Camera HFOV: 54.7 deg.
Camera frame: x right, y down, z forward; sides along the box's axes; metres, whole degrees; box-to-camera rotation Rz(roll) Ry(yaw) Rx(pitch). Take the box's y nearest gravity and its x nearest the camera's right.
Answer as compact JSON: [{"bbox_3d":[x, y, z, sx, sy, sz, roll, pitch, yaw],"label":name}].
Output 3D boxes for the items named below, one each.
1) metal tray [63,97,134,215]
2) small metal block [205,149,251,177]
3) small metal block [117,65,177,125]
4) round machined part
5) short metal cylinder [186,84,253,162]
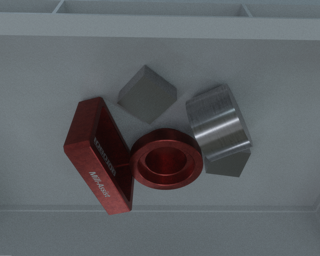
[{"bbox_3d":[-0.069,0.037,0.395,0.030,0.090,0.129,-13,129,11],"label":"metal tray"},{"bbox_3d":[0.095,0.042,0.444,0.050,0.025,0.050,8,129,-6],"label":"small metal block"},{"bbox_3d":[-0.015,-0.039,0.373,0.050,0.025,0.050,34,123,-24],"label":"small metal block"},{"bbox_3d":[0.008,0.038,0.427,0.099,0.042,0.097,-1,130,0],"label":"round machined part"},{"bbox_3d":[0.071,-0.006,0.367,0.050,0.080,0.080,-23,127,18],"label":"short metal cylinder"}]
